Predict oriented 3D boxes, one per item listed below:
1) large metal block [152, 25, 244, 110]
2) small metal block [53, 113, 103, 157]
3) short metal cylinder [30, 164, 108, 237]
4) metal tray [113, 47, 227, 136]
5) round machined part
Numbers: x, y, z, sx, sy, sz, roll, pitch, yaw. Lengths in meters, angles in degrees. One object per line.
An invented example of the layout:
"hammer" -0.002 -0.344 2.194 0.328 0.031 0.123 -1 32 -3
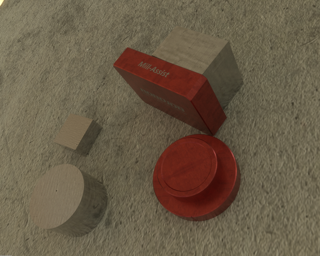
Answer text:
"large metal block" 0.049 -0.073 0.388 0.080 0.080 0.050 32 79 38
"small metal block" -0.122 0.010 0.462 0.050 0.025 0.050 14 69 34
"short metal cylinder" -0.114 0.092 0.391 0.080 0.050 0.080 -13 56 21
"metal tray" 0.011 -0.046 0.384 0.130 0.090 0.030 29 78 37
"round machined part" 0.036 0.050 0.344 0.098 0.042 0.098 -13 56 21
